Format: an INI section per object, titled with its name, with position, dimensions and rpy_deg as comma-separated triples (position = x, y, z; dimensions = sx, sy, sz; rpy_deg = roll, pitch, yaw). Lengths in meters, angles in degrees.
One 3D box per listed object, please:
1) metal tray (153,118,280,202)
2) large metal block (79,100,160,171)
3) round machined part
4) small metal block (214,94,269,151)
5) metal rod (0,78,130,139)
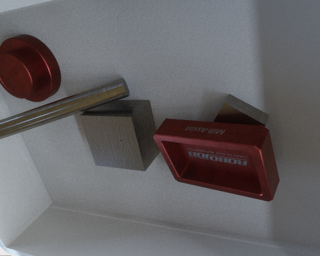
[metal tray]
position = 0.065, 0.035, 0.364
dimensions = 0.130, 0.030, 0.090
rpy_deg = 6, 136, 36
[large metal block]
position = -0.052, 0.008, 0.424
dimensions = 0.080, 0.050, 0.079
rpy_deg = 3, 120, 26
[round machined part]
position = -0.197, -0.082, 0.449
dimensions = 0.098, 0.042, 0.097
rpy_deg = 13, 124, 20
[small metal block]
position = 0.089, -0.003, 0.359
dimensions = 0.050, 0.025, 0.050
rpy_deg = 30, 128, 8
[metal rod]
position = -0.186, -0.008, 0.421
dimensions = 0.301, 0.025, 0.025
rpy_deg = -17, 111, 8
